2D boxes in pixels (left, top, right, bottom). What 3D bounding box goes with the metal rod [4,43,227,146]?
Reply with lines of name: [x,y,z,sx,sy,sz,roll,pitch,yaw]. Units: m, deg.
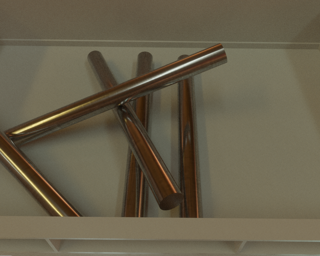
metal rod: [-0.064,-0.034,0.378,0.301,0.025,0.025,-22,52,3]

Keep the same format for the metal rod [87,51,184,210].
metal rod: [-0.047,-0.022,0.396,0.025,0.025,0.300,-18,44,-15]

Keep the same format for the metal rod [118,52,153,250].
metal rod: [-0.026,0.002,0.403,0.025,0.025,0.300,1,50,0]

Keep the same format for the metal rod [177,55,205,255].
metal rod: [0.036,0.007,0.399,0.025,0.025,0.300,1,50,1]

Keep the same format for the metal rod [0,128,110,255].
metal rod: [-0.170,0.031,0.350,0.300,0.025,0.025,39,60,18]
